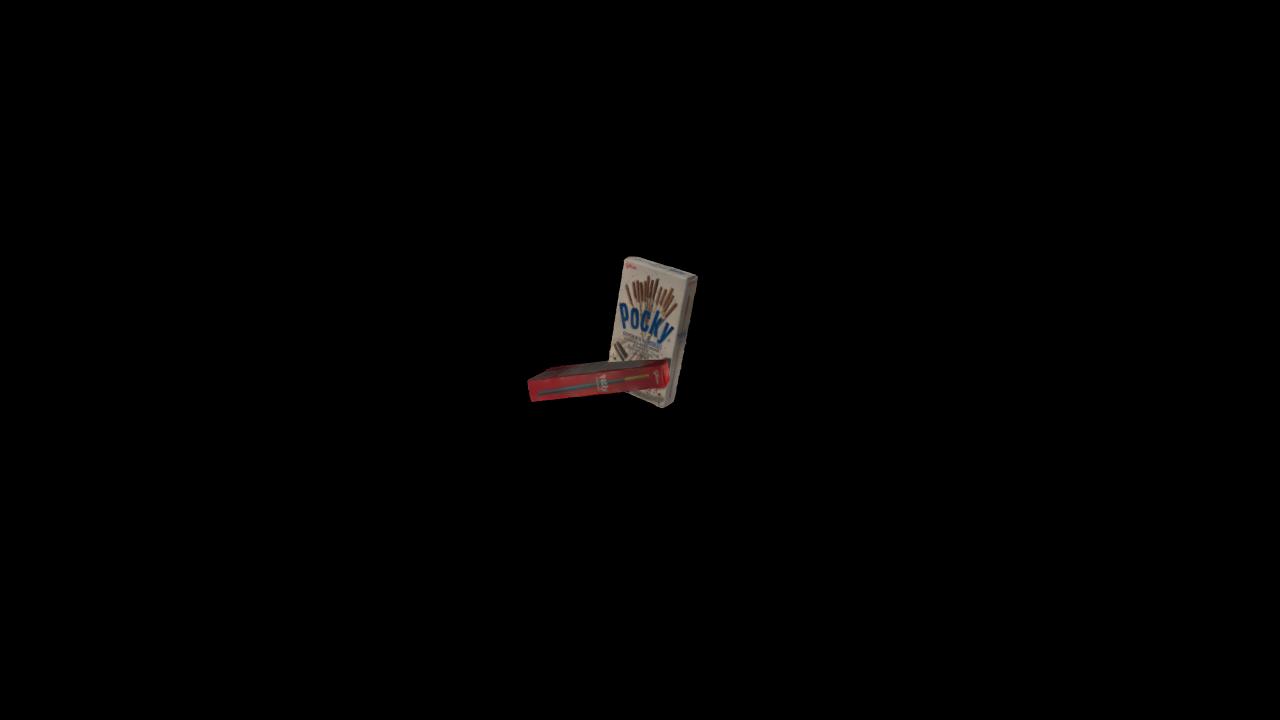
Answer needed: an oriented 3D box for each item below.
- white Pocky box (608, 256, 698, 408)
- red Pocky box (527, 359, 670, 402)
[{"bbox_3d":[0.011,-0.030,0.687,0.084,0.154,0.028,22,25,27],"label":"white Pocky box"},{"bbox_3d":[-0.041,0.019,0.694,0.155,0.028,0.083,-7,7,12],"label":"red Pocky box"}]
